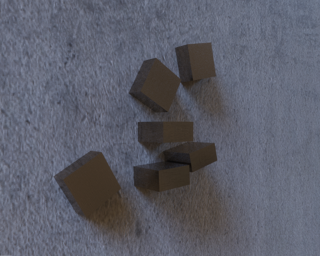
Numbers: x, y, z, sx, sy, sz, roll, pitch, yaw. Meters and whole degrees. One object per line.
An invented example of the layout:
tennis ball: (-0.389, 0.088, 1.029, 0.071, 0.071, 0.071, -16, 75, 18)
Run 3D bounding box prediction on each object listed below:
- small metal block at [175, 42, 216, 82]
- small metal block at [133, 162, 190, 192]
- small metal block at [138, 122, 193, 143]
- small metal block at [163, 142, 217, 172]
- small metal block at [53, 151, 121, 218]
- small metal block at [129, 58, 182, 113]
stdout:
small metal block: (0.052, -0.096, 0.451, 0.050, 0.025, 0.050, -17, 101, -39)
small metal block: (0.002, 0.060, 0.392, 0.050, 0.050, 0.025, -4, 93, -40)
small metal block: (0.007, 0.004, 0.396, 0.050, 0.050, 0.025, -1, 91, -40)
small metal block: (0.042, 0.038, 0.426, 0.050, 0.050, 0.025, -18, 102, -39)
small metal block: (-0.079, 0.060, 0.341, 0.050, 0.025, 0.050, -38, 113, -34)
small metal block: (-0.005, -0.054, 0.402, 0.050, 0.025, 0.050, 35, 68, -35)
